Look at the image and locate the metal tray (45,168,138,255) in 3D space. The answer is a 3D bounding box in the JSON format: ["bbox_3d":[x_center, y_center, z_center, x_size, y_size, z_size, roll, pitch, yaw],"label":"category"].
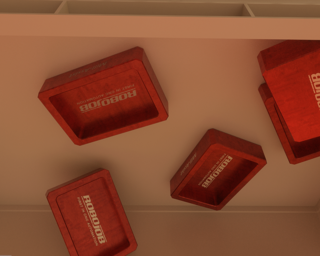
[{"bbox_3d":[-0.098,0.134,0.448,0.091,0.030,0.129,-22,95,-24],"label":"metal tray"}]

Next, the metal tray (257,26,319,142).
[{"bbox_3d":[0.167,-0.042,0.322,0.090,0.030,0.130,-21,136,25],"label":"metal tray"}]

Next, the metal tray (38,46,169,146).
[{"bbox_3d":[-0.065,-0.034,0.375,0.130,0.030,0.090,-16,129,13],"label":"metal tray"}]

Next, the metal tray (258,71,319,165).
[{"bbox_3d":[0.191,-0.016,0.393,0.090,0.030,0.130,-23,127,18],"label":"metal tray"}]

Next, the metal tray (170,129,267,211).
[{"bbox_3d":[0.082,0.067,0.463,0.091,0.030,0.129,19,128,-16],"label":"metal tray"}]
